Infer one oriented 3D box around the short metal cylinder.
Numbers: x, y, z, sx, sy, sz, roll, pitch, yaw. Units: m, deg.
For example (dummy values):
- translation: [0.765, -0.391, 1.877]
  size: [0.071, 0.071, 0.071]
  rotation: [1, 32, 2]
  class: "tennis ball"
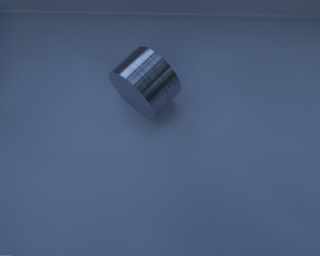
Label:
- translation: [-0.019, -0.058, 0.401]
  size: [0.080, 0.080, 0.050]
  rotation: [40, 75, 13]
  class: "short metal cylinder"
